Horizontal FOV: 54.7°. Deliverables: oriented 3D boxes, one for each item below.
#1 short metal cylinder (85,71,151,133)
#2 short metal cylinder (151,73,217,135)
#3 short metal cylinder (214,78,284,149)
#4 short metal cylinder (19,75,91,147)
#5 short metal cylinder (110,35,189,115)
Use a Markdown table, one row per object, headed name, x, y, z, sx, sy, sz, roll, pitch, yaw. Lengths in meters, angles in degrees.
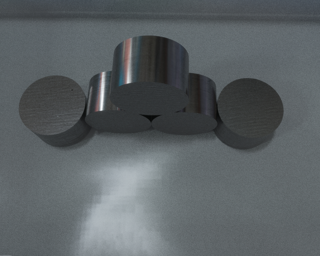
| name | x | y | z | sx | sy | sz | roll | pitch | yaw |
| --- | --- | --- | --- | --- | --- | --- | --- | --- | --- |
| short metal cylinder | -0.050 | -0.030 | 0.389 | 0.080 | 0.080 | 0.050 | 2 | 70 | 0 |
| short metal cylinder | 0.030 | -0.027 | 0.388 | 0.080 | 0.080 | 0.050 | 2 | 70 | 0 |
| short metal cylinder | 0.111 | -0.017 | 0.402 | 0.081 | 0.050 | 0.080 | 0 | 70 | 0 |
| short metal cylinder | -0.131 | -0.021 | 0.401 | 0.081 | 0.050 | 0.080 | 0 | 70 | 0 |
| short metal cylinder | -0.010 | -0.051 | 0.324 | 0.080 | 0.080 | 0.050 | 2 | 70 | 0 |
